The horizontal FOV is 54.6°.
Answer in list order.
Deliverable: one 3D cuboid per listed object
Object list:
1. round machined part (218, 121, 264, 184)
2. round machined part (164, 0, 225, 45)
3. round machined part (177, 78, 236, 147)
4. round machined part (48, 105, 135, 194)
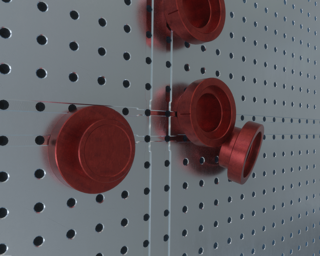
[{"bbox_3d":[0.125,0.035,0.485,0.099,0.042,0.097,-40,140,-45],"label":"round machined part"},{"bbox_3d":[0.044,-0.166,0.433,0.099,0.042,0.097,0,90,-40],"label":"round machined part"},{"bbox_3d":[0.063,-0.022,0.450,0.099,0.042,0.097,0,90,-40],"label":"round machined part"},{"bbox_3d":[-0.067,0.024,0.341,0.099,0.042,0.097,0,90,-40],"label":"round machined part"}]
